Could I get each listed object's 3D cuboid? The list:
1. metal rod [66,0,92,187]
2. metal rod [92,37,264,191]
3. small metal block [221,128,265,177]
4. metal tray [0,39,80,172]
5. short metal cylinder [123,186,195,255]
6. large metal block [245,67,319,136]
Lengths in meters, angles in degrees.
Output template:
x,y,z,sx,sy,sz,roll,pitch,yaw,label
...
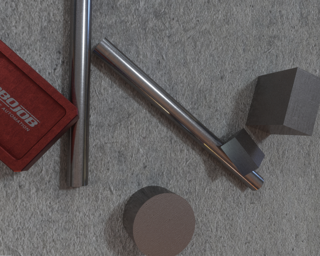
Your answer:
x,y,z,sx,sy,sz,roll,pitch,yaw,label
-0.096,-0.081,0.373,0.025,0.025,0.298,1,90,-20,metal rod
0.035,-0.009,0.423,0.300,0.025,0.025,40,77,-16,metal rod
0.117,0.032,0.433,0.050,0.025,0.050,53,31,5,small metal block
-0.165,-0.027,0.331,0.130,0.030,0.090,43,78,-4,metal tray
-0.002,0.118,0.396,0.081,0.050,0.079,0,90,-21,short metal cylinder
0.178,-0.035,0.447,0.050,0.080,0.080,18,84,-20,large metal block
